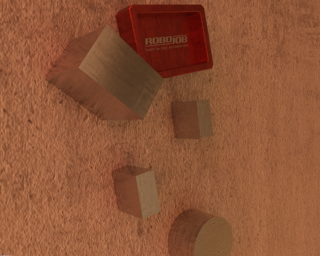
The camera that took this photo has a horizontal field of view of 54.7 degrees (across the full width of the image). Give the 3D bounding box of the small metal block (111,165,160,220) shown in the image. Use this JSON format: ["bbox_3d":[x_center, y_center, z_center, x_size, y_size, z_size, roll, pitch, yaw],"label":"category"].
[{"bbox_3d":[-0.029,0.074,0.364,0.025,0.050,0.050,-15,100,-39],"label":"small metal block"}]

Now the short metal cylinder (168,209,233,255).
[{"bbox_3d":[0.058,0.160,0.437,0.081,0.050,0.079,0,90,-40],"label":"short metal cylinder"}]

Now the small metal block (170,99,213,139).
[{"bbox_3d":[0.043,-0.012,0.425,0.025,0.050,0.050,-13,98,-39],"label":"small metal block"}]

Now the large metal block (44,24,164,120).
[{"bbox_3d":[-0.058,-0.051,0.320,0.080,0.080,0.050,39,66,-33],"label":"large metal block"}]

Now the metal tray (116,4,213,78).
[{"bbox_3d":[0.012,-0.113,0.410,0.131,0.030,0.089,-19,102,-38],"label":"metal tray"}]
